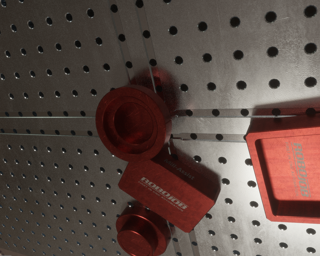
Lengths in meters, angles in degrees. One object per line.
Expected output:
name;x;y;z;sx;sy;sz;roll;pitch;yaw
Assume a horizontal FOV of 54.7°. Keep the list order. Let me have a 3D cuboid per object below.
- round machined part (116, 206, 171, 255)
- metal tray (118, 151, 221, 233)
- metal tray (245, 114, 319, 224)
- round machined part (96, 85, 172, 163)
round machined part;-0.034;0.186;0.531;0.098;0.042;0.097;13;124;20
metal tray;0.010;0.088;0.456;0.130;0.030;0.089;33;129;6
metal tray;0.158;0.050;0.355;0.090;0.030;0.129;-7;115;31
round machined part;-0.030;-0.008;0.401;0.098;0.042;0.097;7;109;21
